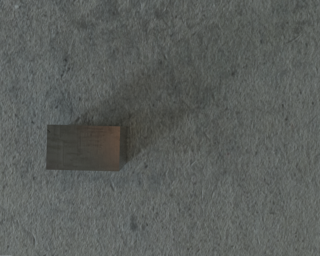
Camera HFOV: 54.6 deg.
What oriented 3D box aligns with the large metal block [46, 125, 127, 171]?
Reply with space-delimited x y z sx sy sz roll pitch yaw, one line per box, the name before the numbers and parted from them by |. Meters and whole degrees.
large metal block | -0.085 0.022 0.382 0.080 0.080 0.050 1 90 0
